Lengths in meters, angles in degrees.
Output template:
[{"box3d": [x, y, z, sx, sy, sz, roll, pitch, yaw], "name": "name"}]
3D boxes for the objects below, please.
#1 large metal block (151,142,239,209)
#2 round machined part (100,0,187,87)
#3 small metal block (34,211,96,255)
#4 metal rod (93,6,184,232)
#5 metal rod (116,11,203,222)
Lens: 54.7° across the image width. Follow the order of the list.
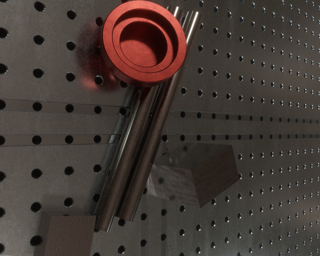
[{"box3d": [0.044, 0.058, 0.413, 0.081, 0.080, 0.050, -24, 105, -38], "name": "large metal block"}, {"box3d": [-0.022, -0.095, 0.366, 0.099, 0.042, 0.097, 3, 80, -18], "name": "round machined part"}, {"box3d": [-0.100, 0.116, 0.327, 0.050, 0.025, 0.050, 13, 82, -40], "name": "small metal block"}, {"box3d": [-0.024, -0.023, 0.390, 0.025, 0.025, 0.299, 29, 72, -37], "name": "metal rod"}, {"box3d": [0.003, -0.027, 0.413, 0.025, 0.025, 0.299, 31, 71, -36], "name": "metal rod"}]
